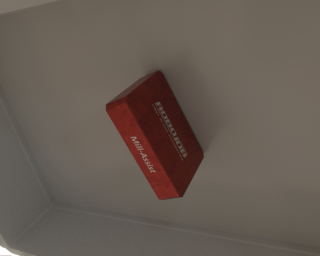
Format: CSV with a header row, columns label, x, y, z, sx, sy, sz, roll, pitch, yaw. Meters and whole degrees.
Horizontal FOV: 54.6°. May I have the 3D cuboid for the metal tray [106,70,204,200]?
label,x,y,z,sx,sy,sz,roll,pitch,yaw
metal tray,0.000,0.007,0.368,0.030,0.090,0.130,-17,110,34
